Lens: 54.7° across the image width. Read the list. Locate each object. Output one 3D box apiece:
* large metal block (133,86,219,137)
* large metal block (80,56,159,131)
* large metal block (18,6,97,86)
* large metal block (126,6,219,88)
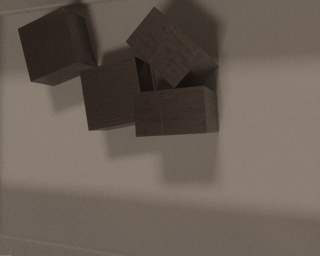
[{"bbox_3d":[0.023,-0.017,0.373,0.080,0.080,0.050,-4,89,19],"label":"large metal block"},{"bbox_3d":[-0.053,-0.042,0.415,0.080,0.050,0.080,-10,87,19],"label":"large metal block"},{"bbox_3d":[-0.147,-0.114,0.447,0.080,0.050,0.080,-17,84,19],"label":"large metal block"},{"bbox_3d":[0.018,-0.089,0.374,0.080,0.080,0.050,46,104,14],"label":"large metal block"}]
